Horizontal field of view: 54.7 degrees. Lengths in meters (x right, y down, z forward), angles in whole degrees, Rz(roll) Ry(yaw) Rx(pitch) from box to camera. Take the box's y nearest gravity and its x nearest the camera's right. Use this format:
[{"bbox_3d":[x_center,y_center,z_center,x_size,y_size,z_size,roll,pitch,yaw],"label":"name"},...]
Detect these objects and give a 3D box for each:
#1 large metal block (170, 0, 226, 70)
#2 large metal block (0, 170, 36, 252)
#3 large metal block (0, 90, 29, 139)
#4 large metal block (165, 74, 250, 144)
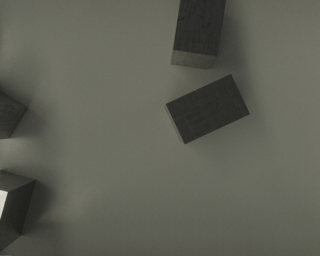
[{"bbox_3d":[0.045,-0.123,0.384,0.050,0.080,0.080,9,90,0],"label":"large metal block"},{"bbox_3d":[-0.203,0.102,0.381,0.050,0.080,0.080,15,90,0],"label":"large metal block"},{"bbox_3d":[-0.226,-0.027,0.381,0.080,0.080,0.050,32,90,-1],"label":"large metal block"},{"bbox_3d":[0.053,-0.021,0.385,0.080,0.080,0.050,-25,90,0],"label":"large metal block"}]
